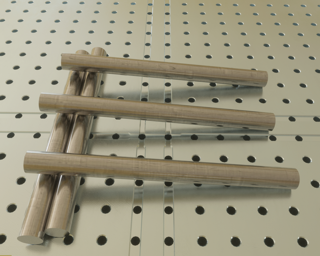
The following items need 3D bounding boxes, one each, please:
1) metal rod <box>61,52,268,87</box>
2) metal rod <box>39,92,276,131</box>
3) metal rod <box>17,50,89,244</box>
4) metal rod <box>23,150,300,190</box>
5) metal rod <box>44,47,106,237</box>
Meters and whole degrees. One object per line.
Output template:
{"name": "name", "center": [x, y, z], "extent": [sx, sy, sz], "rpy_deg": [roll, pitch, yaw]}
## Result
{"name": "metal rod", "center": [0.010, -0.086, 0.461], "extent": [0.302, 0.025, 0.025], "rpy_deg": [4, 50, -5]}
{"name": "metal rod", "center": [0.000, -0.021, 0.405], "extent": [0.302, 0.025, 0.025], "rpy_deg": [5, 50, -4]}
{"name": "metal rod", "center": [-0.128, -0.002, 0.407], "extent": [0.025, 0.025, 0.300], "rpy_deg": [1, 50, 0]}
{"name": "metal rod", "center": [0.007, 0.048, 0.349], "extent": [0.302, 0.025, 0.025], "rpy_deg": [4, 50, -5]}
{"name": "metal rod", "center": [-0.103, -0.008, 0.412], "extent": [0.025, 0.025, 0.300], "rpy_deg": [1, 50, 0]}
